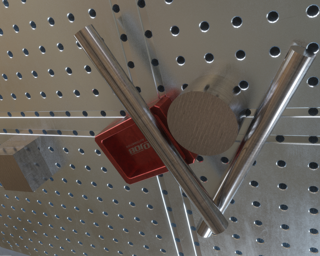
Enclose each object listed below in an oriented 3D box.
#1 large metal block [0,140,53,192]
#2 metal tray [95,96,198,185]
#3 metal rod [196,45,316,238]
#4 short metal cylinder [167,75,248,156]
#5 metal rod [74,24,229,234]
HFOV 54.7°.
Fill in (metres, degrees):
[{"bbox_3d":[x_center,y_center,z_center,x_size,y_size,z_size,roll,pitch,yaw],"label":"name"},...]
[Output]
[{"bbox_3d":[-0.262,0.070,0.577,0.080,0.050,0.080,-3,117,29],"label":"large metal block"},{"bbox_3d":[-0.020,0.022,0.431,0.130,0.030,0.090,-25,105,37],"label":"metal tray"},{"bbox_3d":[0.102,0.042,0.383,0.025,0.025,0.298,26,128,12],"label":"metal rod"},{"bbox_3d":[0.055,-0.015,0.357,0.080,0.050,0.079,13,124,21],"label":"short metal cylinder"},{"bbox_3d":[-0.003,0.011,0.380,0.025,0.025,0.299,-26,105,37],"label":"metal rod"}]
